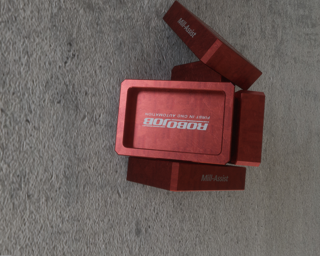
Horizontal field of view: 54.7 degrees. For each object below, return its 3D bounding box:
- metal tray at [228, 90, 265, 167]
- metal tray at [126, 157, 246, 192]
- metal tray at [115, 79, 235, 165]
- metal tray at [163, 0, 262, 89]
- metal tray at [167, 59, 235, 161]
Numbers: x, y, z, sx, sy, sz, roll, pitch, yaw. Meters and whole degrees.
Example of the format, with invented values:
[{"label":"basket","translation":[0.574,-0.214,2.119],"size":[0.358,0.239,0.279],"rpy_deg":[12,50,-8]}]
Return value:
[{"label":"metal tray","translation":[0.099,0.003,0.427],"size":[0.030,0.130,0.089],"rpy_deg":[6,86,-7]},{"label":"metal tray","translation":[0.035,0.058,0.395],"size":[0.131,0.090,0.030],"rpy_deg":[9,85,-40]},{"label":"metal tray","translation":[0.017,-0.008,0.359],"size":[0.030,0.131,0.089],"rpy_deg":[21,73,-76]},{"label":"metal tray","translation":[0.065,-0.109,0.403],"size":[0.090,0.130,0.030],"rpy_deg":[22,117,-38]},{"label":"metal tray","translation":[0.051,-0.021,0.408],"size":[0.030,0.090,0.129],"rpy_deg":[10,84,-40]}]
